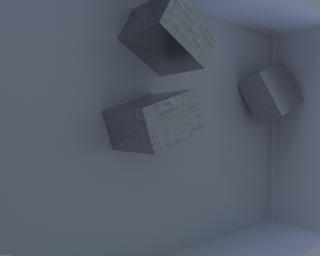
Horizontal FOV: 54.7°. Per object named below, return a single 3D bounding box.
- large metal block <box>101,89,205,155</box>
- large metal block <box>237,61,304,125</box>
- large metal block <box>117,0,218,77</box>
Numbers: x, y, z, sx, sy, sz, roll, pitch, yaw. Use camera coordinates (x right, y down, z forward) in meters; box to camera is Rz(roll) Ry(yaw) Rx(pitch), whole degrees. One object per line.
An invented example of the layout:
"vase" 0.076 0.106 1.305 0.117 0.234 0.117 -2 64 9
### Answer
"large metal block" -0.008 -0.009 0.366 0.081 0.080 0.050 -24 105 -38
"large metal block" 0.194 -0.062 0.542 0.081 0.050 0.080 -27 90 -37
"large metal block" 0.009 -0.112 0.380 0.080 0.080 0.050 36 68 -35
